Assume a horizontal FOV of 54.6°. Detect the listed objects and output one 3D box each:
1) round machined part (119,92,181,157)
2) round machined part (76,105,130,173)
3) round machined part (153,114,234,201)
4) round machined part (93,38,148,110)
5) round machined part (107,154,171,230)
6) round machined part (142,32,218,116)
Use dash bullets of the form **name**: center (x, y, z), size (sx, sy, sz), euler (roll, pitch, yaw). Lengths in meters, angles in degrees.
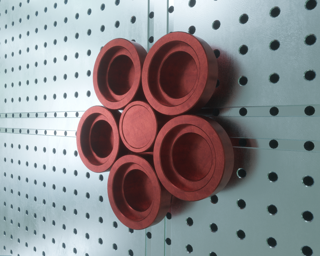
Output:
- **round machined part**: center (-0.016, -0.002, 0.412), size (0.098, 0.042, 0.097), euler (0, 90, 40)
- **round machined part**: center (-0.079, 0.016, 0.464), size (0.098, 0.042, 0.097), euler (0, 90, 40)
- **round machined part**: center (0.042, 0.033, 0.364), size (0.098, 0.042, 0.097), euler (0, 90, 40)
- **round machined part**: center (-0.048, -0.074, 0.439), size (0.098, 0.042, 0.097), euler (0, 90, 40)
- **round machined part**: center (-0.023, 0.082, 0.418), size (0.098, 0.042, 0.097), euler (0, 90, 40)
- **round machined part**: center (0.028, -0.063, 0.376), size (0.098, 0.042, 0.097), euler (0, 90, 40)
